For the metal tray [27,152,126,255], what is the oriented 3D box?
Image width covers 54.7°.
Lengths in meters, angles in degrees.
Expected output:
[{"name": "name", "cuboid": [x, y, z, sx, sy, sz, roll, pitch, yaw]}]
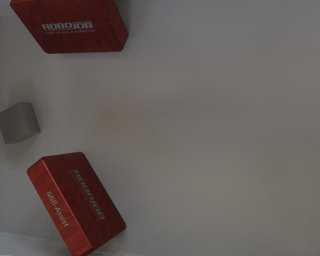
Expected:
[{"name": "metal tray", "cuboid": [-0.107, 0.096, 0.412, 0.030, 0.090, 0.130, -37, 79, 16]}]

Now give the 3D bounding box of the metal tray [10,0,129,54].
[{"name": "metal tray", "cuboid": [-0.118, -0.144, 0.415, 0.130, 0.090, 0.030, 3, 58, 19]}]

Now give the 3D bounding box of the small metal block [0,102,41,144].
[{"name": "small metal block", "cuboid": [-0.222, -0.007, 0.487, 0.050, 0.025, 0.050, -22, 83, 18]}]
